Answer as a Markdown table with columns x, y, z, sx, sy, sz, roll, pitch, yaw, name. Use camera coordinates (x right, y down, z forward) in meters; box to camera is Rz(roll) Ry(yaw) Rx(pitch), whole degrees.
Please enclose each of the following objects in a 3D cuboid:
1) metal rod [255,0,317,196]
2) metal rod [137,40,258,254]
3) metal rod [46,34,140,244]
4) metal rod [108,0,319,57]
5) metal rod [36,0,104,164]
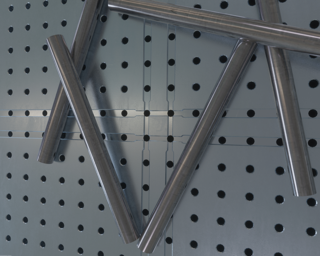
| x | y | z | sx | sy | sz | roll | pitch | yaw | name |
| --- | --- | --- | --- | --- | --- | --- | --- | --- | --- |
| 0.140 | -0.072 | 0.363 | 0.025 | 0.025 | 0.299 | -11 | 86 | 20 | metal rod |
| 0.043 | 0.028 | 0.397 | 0.025 | 0.025 | 0.299 | 28 | 99 | 18 | metal rod |
| -0.093 | 0.014 | 0.430 | 0.025 | 0.025 | 0.299 | -22 | 89 | 19 | metal rod |
| 0.062 | -0.127 | 0.372 | 0.300 | 0.025 | 0.025 | 21 | 97 | 25 | metal rod |
| -0.127 | -0.090 | 0.458 | 0.025 | 0.025 | 0.298 | 22 | 97 | 19 | metal rod |
